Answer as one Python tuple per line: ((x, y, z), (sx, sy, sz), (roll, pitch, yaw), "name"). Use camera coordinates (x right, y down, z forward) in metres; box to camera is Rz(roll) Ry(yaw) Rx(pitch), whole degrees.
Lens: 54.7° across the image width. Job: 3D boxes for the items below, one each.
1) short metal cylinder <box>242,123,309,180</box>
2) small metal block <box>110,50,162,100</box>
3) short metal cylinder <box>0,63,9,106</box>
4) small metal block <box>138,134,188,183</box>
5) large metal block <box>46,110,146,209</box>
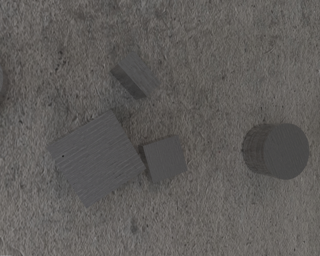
((0.171, 0.033, 0.459), (0.081, 0.050, 0.080), (0, 90, -20), "short metal cylinder")
((-0.032, -0.064, 0.384), (0.025, 0.050, 0.050), (-46, 105, -14), "small metal block")
((-0.204, -0.050, 0.320), (0.081, 0.050, 0.080), (0, 90, -20), "short metal cylinder")
((0.003, 0.040, 0.411), (0.050, 0.025, 0.050), (-17, 96, -19), "small metal block")
((-0.076, 0.034, 0.368), (0.080, 0.050, 0.080), (-33, 101, -17), "large metal block")
